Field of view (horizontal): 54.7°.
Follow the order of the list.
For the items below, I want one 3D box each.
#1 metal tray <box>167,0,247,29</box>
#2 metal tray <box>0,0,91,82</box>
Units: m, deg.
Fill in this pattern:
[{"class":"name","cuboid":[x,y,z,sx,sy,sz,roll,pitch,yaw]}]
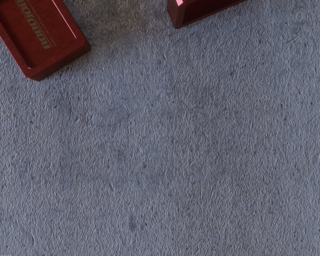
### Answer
[{"class":"metal tray","cuboid":[0.075,-0.171,0.378,0.131,0.090,0.030,-23,91,0]},{"class":"metal tray","cuboid":[-0.163,-0.139,0.405,0.090,0.030,0.130,-32,90,0]}]
